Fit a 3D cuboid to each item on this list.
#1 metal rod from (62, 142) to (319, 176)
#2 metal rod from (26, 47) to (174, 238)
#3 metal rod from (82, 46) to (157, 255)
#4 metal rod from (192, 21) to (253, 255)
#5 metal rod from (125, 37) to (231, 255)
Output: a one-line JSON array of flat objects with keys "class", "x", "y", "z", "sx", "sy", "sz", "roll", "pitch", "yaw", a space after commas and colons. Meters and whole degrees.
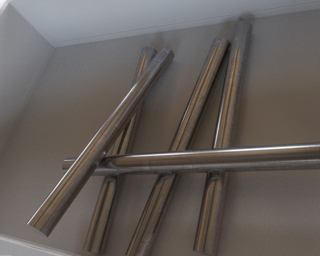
[{"class": "metal rod", "x": 0.019, "y": 0.037, "z": 0.338, "sx": 0.301, "sy": 0.025, "sz": 0.025, "roll": -6, "pitch": 59, "yaw": 25}, {"class": "metal rod", "x": -0.055, "y": -0.006, "z": 0.387, "sx": 0.025, "sy": 0.025, "sz": 0.301, "roll": 8, "pitch": 50, "yaw": 31}, {"class": "metal rod", "x": -0.047, "y": 0.012, "z": 0.421, "sx": 0.025, "sy": 0.025, "sz": 0.300, "roll": -1, "pitch": 61, "yaw": 27}, {"class": "metal rod", "x": 0.080, "y": -0.008, "z": 0.367, "sx": 0.025, "sy": 0.025, "sz": 0.300, "roll": 1, "pitch": 62, "yaw": 28}, {"class": "metal rod", "x": 0.030, "y": 0.011, "z": 0.381, "sx": 0.025, "sy": 0.025, "sz": 0.300, "roll": 11, "pitch": 67, "yaw": 32}]
